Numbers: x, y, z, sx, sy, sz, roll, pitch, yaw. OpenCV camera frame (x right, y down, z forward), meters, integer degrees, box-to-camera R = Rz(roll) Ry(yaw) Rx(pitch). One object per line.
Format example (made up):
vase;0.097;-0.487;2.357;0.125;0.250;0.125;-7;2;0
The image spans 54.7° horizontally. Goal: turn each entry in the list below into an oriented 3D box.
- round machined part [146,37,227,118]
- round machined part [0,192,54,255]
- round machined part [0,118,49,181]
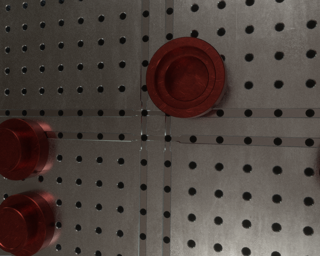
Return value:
round machined part;0.035;-0.061;0.391;0.098;0.042;0.097;0;90;19
round machined part;-0.217;0.151;0.478;0.098;0.042;0.097;0;90;19
round machined part;-0.228;0.034;0.482;0.098;0.042;0.097;0;90;19
